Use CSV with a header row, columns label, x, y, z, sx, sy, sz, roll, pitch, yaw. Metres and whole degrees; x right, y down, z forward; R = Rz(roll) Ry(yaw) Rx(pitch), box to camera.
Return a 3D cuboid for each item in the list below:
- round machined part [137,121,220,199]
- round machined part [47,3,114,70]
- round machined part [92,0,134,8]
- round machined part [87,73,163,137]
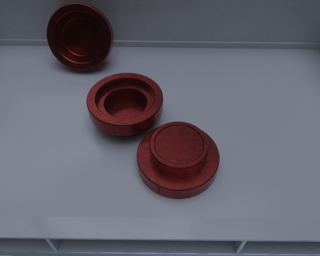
label,x,y,z,sx,sy,sz,roll,pitch,yaw
round machined part,0.022,0.031,0.369,0.099,0.042,0.098,0,50,0
round machined part,-0.121,-0.143,0.486,0.099,0.097,0.042,3,20,2
round machined part,-0.098,-0.294,0.643,0.099,0.042,0.098,0,50,0
round machined part,-0.045,-0.027,0.416,0.099,0.042,0.098,0,50,0
